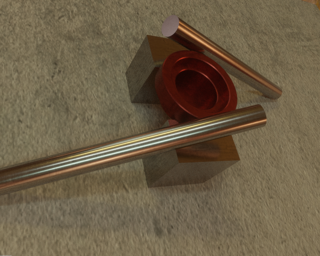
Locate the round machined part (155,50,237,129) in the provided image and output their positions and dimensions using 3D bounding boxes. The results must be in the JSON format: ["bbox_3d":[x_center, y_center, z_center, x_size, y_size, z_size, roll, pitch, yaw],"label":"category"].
[{"bbox_3d":[0.038,-0.040,0.366,0.099,0.042,0.098,14,56,-21],"label":"round machined part"}]

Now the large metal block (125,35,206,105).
[{"bbox_3d":[0.008,-0.074,0.421,0.081,0.080,0.050,1,62,-28],"label":"large metal block"}]

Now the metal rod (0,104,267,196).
[{"bbox_3d":[-0.039,0.023,0.300,0.302,0.025,0.025,-14,67,-10],"label":"metal rod"}]

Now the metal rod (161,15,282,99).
[{"bbox_3d":[0.110,-0.088,0.452,0.302,0.025,0.025,14,53,-47],"label":"metal rod"}]

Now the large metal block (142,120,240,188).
[{"bbox_3d":[0.032,0.032,0.369,0.081,0.080,0.050,1,62,-28],"label":"large metal block"}]
